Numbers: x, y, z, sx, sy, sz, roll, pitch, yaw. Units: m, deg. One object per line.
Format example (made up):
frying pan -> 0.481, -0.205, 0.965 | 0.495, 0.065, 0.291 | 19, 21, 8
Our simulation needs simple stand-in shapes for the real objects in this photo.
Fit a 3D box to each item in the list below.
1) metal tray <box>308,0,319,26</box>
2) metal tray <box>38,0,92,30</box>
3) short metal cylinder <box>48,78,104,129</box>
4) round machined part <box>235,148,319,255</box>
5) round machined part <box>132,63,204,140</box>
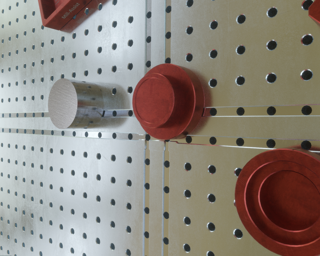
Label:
metal tray -> 0.200, -0.118, 0.241 | 0.129, 0.030, 0.090 | -52, 60, 27
metal tray -> -0.164, -0.242, 0.537 | 0.130, 0.030, 0.090 | -23, 76, 37
short metal cylinder -> -0.137, -0.038, 0.503 | 0.080, 0.050, 0.079 | 0, 90, 39
round machined part -> 0.126, 0.067, 0.294 | 0.098, 0.042, 0.097 | 0, 90, 39
round machined part -> 0.003, -0.034, 0.394 | 0.098, 0.042, 0.097 | 0, 90, 39
